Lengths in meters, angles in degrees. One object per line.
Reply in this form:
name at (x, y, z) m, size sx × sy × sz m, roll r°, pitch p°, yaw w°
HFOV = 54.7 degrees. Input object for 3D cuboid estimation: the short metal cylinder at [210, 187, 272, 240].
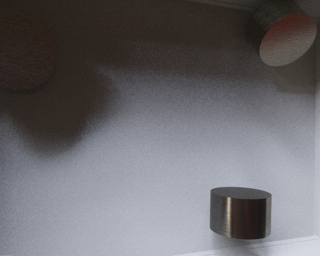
short metal cylinder at (0.109, 0.113, 0.421) m, size 0.081 × 0.080 × 0.050 m, roll 1°, pitch 90°, yaw -20°

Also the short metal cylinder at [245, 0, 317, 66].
short metal cylinder at (0.168, -0.135, 0.436) m, size 0.081 × 0.079 × 0.050 m, roll 3°, pitch 45°, yaw -20°

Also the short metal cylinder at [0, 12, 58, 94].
short metal cylinder at (-0.155, -0.079, 0.340) m, size 0.081 × 0.050 × 0.080 m, roll 0°, pitch 90°, yaw -20°
